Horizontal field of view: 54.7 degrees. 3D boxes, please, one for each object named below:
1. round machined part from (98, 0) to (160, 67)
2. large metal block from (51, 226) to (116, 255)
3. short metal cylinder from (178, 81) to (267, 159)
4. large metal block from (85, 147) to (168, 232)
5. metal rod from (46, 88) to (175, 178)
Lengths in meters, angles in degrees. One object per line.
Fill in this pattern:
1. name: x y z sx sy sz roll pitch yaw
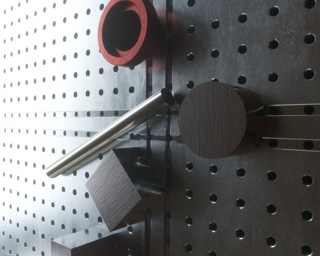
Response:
1. round machined part: -0.039 -0.133 0.431 0.098 0.042 0.097 0 90 40
2. large metal block: -0.115 0.204 0.468 0.050 0.081 0.079 1 91 40
3. short metal cylinder: 0.067 -0.008 0.338 0.080 0.050 0.079 0 90 40
4. large metal block: -0.050 0.084 0.434 0.080 0.050 0.080 -50 61 28
5. metal rod: -0.095 0.020 0.487 0.299 0.025 0.025 -30 71 36
